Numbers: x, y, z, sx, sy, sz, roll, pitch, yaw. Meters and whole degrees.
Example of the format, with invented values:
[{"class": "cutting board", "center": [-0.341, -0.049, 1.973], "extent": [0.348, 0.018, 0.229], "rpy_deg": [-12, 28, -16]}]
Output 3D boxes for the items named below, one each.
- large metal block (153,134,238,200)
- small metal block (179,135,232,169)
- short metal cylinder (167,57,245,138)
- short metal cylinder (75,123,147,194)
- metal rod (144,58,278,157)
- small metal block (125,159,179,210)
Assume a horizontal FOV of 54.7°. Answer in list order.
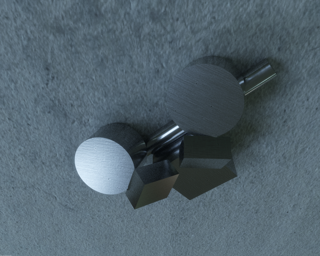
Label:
[{"class": "large metal block", "center": [0.047, 0.046, 0.430], "extent": [0.080, 0.050, 0.080], "rpy_deg": [-34, 123, 25]}, {"class": "small metal block", "center": [0.049, 0.028, 0.352], "extent": [0.050, 0.025, 0.050], "rpy_deg": [2, 161, -2]}, {"class": "short metal cylinder", "center": [0.053, -0.036, 0.343], "extent": [0.080, 0.050, 0.079], "rpy_deg": [6, 112, 14]}, {"class": "short metal cylinder", "center": [-0.063, 0.039, 0.407], "extent": [0.080, 0.050, 0.079], "rpy_deg": [6, 112, 14]}, {"class": "metal rod", "center": [0.014, 0.006, 0.413], "extent": [0.299, 0.025, 0.025], "rpy_deg": [-34, 123, 25]}, {"class": "small metal block", "center": [-0.010, 0.070, 0.387], "extent": [0.050, 0.025, 0.050], "rpy_deg": [-12, 139, -34]}]
